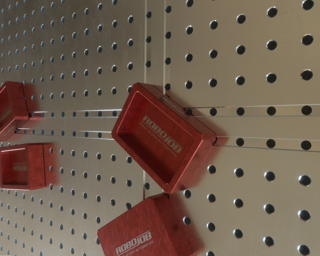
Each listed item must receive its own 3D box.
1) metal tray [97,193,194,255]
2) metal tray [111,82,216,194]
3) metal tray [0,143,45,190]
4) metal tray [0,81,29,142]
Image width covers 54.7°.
[{"bbox_3d":[-0.026,0.158,0.425,0.130,0.030,0.090,-39,66,32],"label":"metal tray"},{"bbox_3d":[-0.002,0.010,0.405,0.130,0.030,0.089,41,115,32],"label":"metal tray"},{"bbox_3d":[-0.287,0.080,0.638,0.130,0.030,0.089,-8,85,39],"label":"metal tray"},{"bbox_3d":[-0.341,-0.034,0.682,0.130,0.030,0.090,-30,71,35],"label":"metal tray"}]
